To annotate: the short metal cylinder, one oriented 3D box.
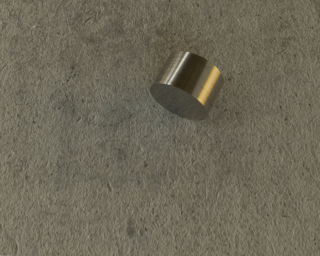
[{"bbox_3d":[0.034,-0.052,0.398,0.080,0.080,0.050,26,72,9],"label":"short metal cylinder"}]
